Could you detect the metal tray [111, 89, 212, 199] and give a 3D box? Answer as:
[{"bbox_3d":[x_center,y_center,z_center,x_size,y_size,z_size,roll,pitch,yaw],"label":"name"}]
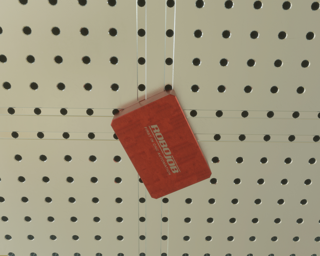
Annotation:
[{"bbox_3d":[0.004,0.024,0.420,0.090,0.030,0.129,-24,109,8],"label":"metal tray"}]
